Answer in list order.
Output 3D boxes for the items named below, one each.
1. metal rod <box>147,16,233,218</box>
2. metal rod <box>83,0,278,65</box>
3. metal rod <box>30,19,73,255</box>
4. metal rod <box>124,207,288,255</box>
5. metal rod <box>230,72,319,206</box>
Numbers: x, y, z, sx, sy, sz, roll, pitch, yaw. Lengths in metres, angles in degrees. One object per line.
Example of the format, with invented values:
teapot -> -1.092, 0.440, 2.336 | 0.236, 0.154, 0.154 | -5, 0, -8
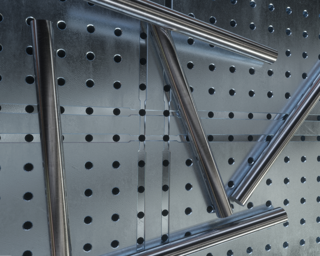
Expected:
metal rod -> 0.043, -0.015, 0.429 | 0.025, 0.025, 0.298 | -23, 98, -19
metal rod -> 0.041, -0.132, 0.406 | 0.302, 0.025, 0.025 | 9, 87, -28
metal rod -> -0.127, 0.026, 0.366 | 0.025, 0.025, 0.298 | -5, 92, -20
metal rod -> 0.051, 0.161, 0.433 | 0.303, 0.025, 0.025 | -10, 94, -20
metal rod -> 0.207, -0.004, 0.491 | 0.025, 0.025, 0.300 | 44, 76, -15
